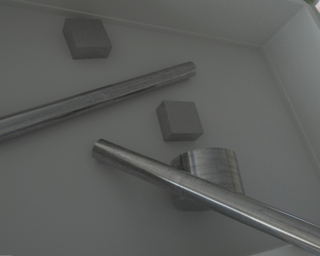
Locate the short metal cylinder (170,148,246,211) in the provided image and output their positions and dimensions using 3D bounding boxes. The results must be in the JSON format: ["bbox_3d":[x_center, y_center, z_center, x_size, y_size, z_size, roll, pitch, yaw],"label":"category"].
[{"bbox_3d":[0.055,0.063,0.363,0.081,0.080,0.050,8,58,-25],"label":"short metal cylinder"}]

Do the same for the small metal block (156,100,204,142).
[{"bbox_3d":[0.027,-0.009,0.428,0.050,0.025,0.050,0,62,-29],"label":"small metal block"}]

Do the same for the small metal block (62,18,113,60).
[{"bbox_3d":[-0.101,-0.123,0.428,0.050,0.025,0.050,-11,68,-33],"label":"small metal block"}]

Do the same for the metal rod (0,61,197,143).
[{"bbox_3d":[-0.062,-0.044,0.399,0.302,0.025,0.025,-24,75,-37],"label":"metal rod"}]

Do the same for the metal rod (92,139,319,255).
[{"bbox_3d":[0.060,0.069,0.297,0.301,0.025,0.025,19,46,24],"label":"metal rod"}]
